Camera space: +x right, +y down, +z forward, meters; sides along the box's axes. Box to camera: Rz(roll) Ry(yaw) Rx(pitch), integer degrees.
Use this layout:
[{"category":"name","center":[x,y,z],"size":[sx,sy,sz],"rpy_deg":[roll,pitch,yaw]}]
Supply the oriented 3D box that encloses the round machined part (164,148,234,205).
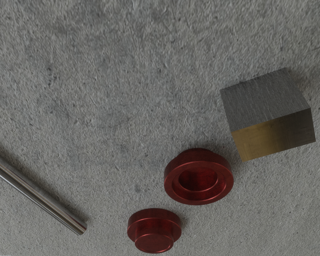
[{"category":"round machined part","center":[0.055,0.067,0.454],"size":[0.099,0.042,0.097],"rpy_deg":[0,130,0]}]

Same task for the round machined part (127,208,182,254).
[{"category":"round machined part","center":[-0.010,0.191,0.558],"size":[0.099,0.042,0.097],"rpy_deg":[0,130,0]}]

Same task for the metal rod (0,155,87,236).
[{"category":"metal rod","center":[-0.214,0.083,0.475],"size":[0.025,0.025,0.300],"rpy_deg":[-23,127,18]}]

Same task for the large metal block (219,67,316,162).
[{"category":"large metal block","center":[0.121,-0.016,0.358],"size":[0.080,0.080,0.050],"rpy_deg":[-18,128,15]}]
